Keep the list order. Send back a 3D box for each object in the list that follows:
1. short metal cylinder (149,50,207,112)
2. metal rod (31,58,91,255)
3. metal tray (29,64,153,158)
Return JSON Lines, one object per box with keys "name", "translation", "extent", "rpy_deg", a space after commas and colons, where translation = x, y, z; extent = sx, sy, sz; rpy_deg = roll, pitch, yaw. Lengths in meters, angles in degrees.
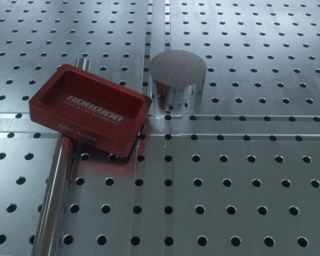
{"name": "short metal cylinder", "translation": [0.025, -0.069, 0.450], "extent": [0.081, 0.050, 0.080], "rpy_deg": [1, 50, 0]}
{"name": "metal rod", "translation": [-0.117, 0.014, 0.394], "extent": [0.025, 0.025, 0.300], "rpy_deg": [-1, 50, -2]}
{"name": "metal tray", "translation": [-0.085, -0.025, 0.399], "extent": [0.131, 0.030, 0.090], "rpy_deg": [22, 47, 0]}
